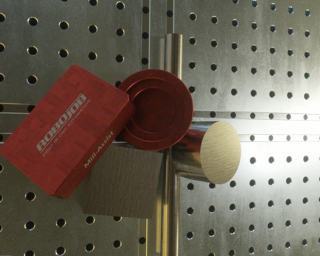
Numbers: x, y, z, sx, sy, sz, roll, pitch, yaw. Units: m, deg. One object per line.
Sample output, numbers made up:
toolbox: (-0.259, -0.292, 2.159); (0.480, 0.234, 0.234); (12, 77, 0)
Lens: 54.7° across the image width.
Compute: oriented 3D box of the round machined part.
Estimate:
round machined part: (-0.008, -0.021, 0.387); (0.099, 0.042, 0.097); (0, 89, 5)

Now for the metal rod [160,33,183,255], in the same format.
metal rod: (0.016, 0.024, 0.419); (0.025, 0.025, 0.298); (1, 90, -20)

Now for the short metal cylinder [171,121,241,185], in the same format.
short metal cylinder: (0.062, 0.031, 0.408); (0.081, 0.050, 0.079); (0, 91, -40)

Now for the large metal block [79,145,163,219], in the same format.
large metal block: (-0.049, 0.062, 0.381); (0.081, 0.050, 0.080); (11, 86, -20)

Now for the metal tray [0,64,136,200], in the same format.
metal tray: (-0.101, 0.001, 0.347); (0.090, 0.030, 0.130); (32, 77, 22)
